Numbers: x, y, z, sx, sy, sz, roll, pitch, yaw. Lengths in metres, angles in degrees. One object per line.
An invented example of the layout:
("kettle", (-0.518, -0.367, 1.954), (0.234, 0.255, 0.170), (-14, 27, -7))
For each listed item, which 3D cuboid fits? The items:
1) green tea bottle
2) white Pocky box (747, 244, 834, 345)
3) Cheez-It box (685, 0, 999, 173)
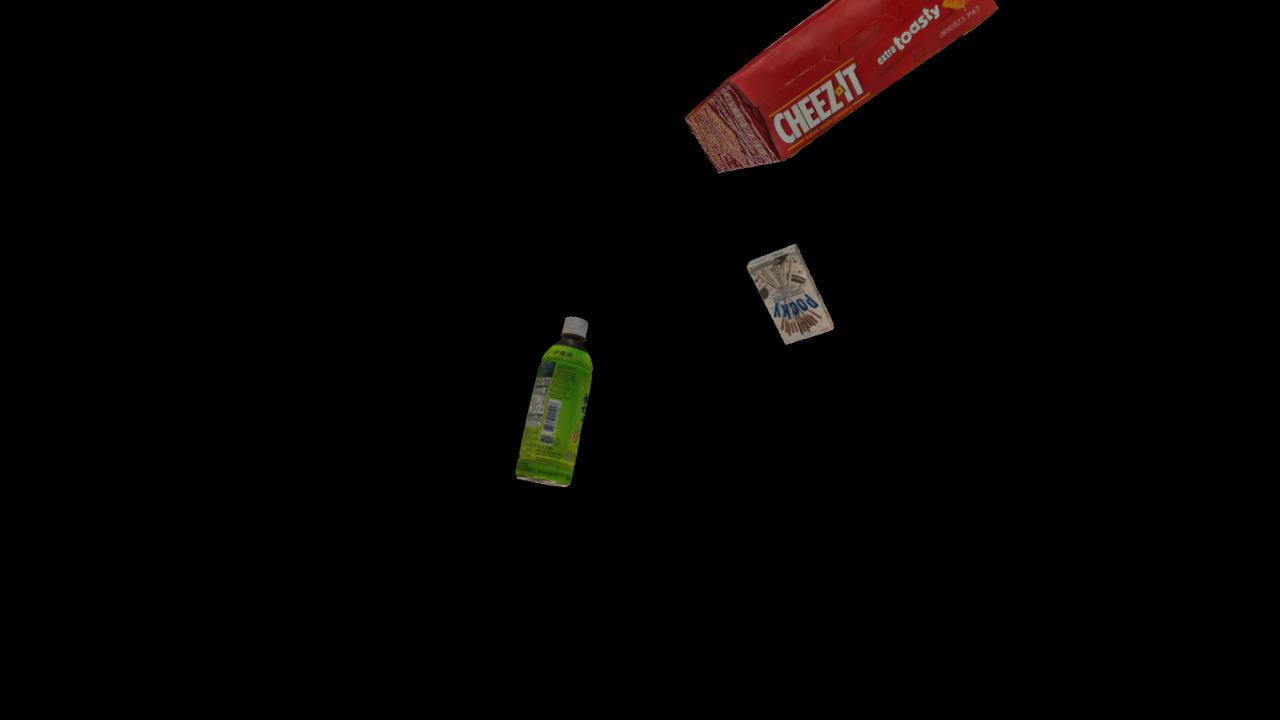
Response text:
("green tea bottle", (-0.100, 0.049, 0.769), (0.073, 0.212, 0.073), (10, -13, 2))
("white Pocky box", (0.239, -0.102, 0.976), (0.084, 0.154, 0.028), (-19, 26, 29))
("Cheez-It box", (0.132, -0.225, 0.483), (0.166, 0.071, 0.223), (-36, 15, 6))
